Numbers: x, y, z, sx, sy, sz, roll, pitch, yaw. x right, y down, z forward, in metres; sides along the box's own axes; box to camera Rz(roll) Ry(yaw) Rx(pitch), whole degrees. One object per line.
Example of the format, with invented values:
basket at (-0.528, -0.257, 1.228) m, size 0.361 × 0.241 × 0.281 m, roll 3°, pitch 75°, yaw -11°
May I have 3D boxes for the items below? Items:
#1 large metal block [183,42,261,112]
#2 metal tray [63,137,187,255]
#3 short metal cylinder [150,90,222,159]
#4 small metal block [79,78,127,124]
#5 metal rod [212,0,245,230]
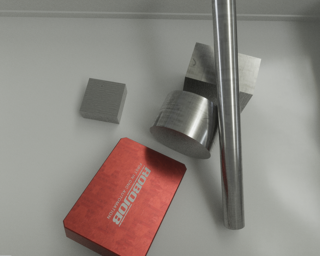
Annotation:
large metal block at (0.075, -0.058, 0.403) m, size 0.080 × 0.080 × 0.050 m, roll 16°, pitch 71°, yaw 5°
metal tray at (-0.035, 0.080, 0.354) m, size 0.090 × 0.030 × 0.130 m, roll 25°, pitch 52°, yaw 8°
short metal cylinder at (0.034, -0.003, 0.382) m, size 0.080 × 0.080 × 0.050 m, roll 24°, pitch 72°, yaw 8°
small metal block at (-0.076, -0.037, 0.422) m, size 0.050 × 0.025 × 0.050 m, roll 10°, pitch 70°, yaw 3°
metal rod at (0.076, -0.030, 0.346) m, size 0.025 × 0.025 × 0.298 m, roll -5°, pitch 100°, yaw -2°
